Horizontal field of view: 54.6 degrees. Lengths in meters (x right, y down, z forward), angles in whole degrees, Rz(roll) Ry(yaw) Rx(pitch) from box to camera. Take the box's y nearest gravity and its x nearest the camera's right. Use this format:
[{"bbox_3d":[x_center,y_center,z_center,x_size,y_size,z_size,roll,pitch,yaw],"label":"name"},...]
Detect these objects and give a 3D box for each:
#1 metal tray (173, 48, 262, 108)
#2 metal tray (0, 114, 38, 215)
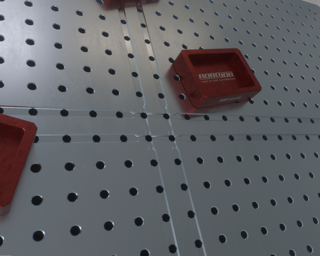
[{"bbox_3d":[0.095,-0.085,0.506,0.131,0.030,0.090,-11,67,-33],"label":"metal tray"},{"bbox_3d":[-0.194,0.021,0.287,0.131,0.030,0.090,18,55,-18],"label":"metal tray"}]
